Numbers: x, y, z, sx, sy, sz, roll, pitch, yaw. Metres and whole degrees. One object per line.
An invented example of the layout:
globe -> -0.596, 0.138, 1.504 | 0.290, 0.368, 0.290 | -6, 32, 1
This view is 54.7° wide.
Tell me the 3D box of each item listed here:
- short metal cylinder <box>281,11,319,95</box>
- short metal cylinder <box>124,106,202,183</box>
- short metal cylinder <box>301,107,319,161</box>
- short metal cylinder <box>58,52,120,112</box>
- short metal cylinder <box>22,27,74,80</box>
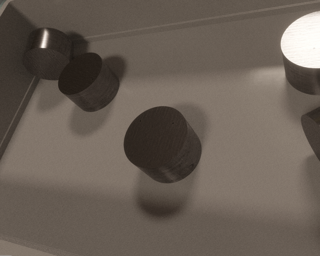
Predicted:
short metal cylinder -> 0.181, -0.084, 0.346 | 0.080, 0.050, 0.080 | -13, 56, 20
short metal cylinder -> 0.004, 0.021, 0.374 | 0.080, 0.050, 0.080 | -13, 56, 20
short metal cylinder -> 0.171, 0.012, 0.274 | 0.050, 0.080, 0.080 | -28, 52, 10
short metal cylinder -> -0.112, -0.072, 0.491 | 0.080, 0.050, 0.080 | -13, 56, 20
short metal cylinder -> -0.197, -0.130, 0.551 | 0.080, 0.080, 0.050 | -16, 56, 19
